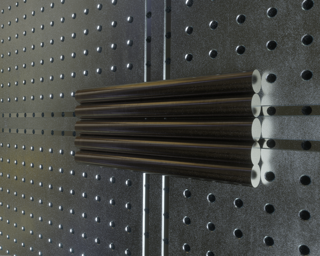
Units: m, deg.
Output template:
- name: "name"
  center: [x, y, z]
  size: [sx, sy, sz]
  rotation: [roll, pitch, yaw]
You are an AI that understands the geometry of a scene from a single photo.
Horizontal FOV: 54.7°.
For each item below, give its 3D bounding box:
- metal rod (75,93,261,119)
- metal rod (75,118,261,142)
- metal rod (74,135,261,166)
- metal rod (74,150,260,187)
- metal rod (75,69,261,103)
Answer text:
- name: "metal rod"
  center: [-0.015, -0.025, 0.420]
  size: [0.300, 0.025, 0.025]
  rotation: [1, 91, 39]
- name: "metal rod"
  center: [-0.015, 0.000, 0.419]
  size: [0.300, 0.025, 0.025]
  rotation: [1, 91, 39]
- name: "metal rod"
  center: [-0.015, 0.025, 0.420]
  size: [0.300, 0.025, 0.025]
  rotation: [1, 91, 39]
- name: "metal rod"
  center: [-0.016, 0.049, 0.420]
  size: [0.300, 0.025, 0.025]
  rotation: [0, 90, 39]
- name: "metal rod"
  center: [-0.015, -0.051, 0.419]
  size: [0.300, 0.025, 0.025]
  rotation: [1, 91, 39]
